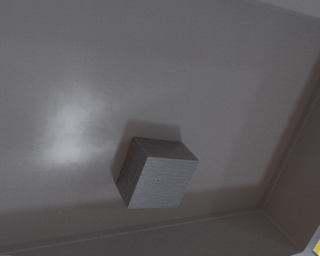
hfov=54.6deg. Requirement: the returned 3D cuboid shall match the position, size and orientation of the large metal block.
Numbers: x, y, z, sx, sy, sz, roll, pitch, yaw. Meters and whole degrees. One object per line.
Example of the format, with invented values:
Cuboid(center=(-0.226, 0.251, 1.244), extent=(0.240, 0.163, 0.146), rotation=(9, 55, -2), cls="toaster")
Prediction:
Cuboid(center=(-0.005, 0.062, 0.428), extent=(0.081, 0.050, 0.080), rotation=(8, 114, -32), cls="large metal block")
